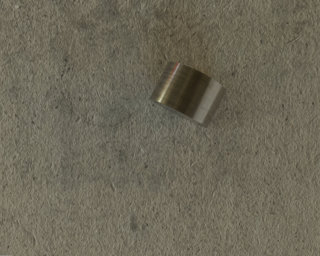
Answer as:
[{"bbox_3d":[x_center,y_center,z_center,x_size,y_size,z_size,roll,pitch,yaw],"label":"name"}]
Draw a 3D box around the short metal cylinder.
[{"bbox_3d":[0.034,-0.040,0.383,0.080,0.080,0.050,27,90,0],"label":"short metal cylinder"}]
